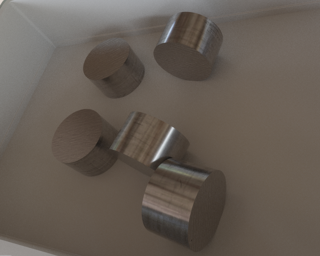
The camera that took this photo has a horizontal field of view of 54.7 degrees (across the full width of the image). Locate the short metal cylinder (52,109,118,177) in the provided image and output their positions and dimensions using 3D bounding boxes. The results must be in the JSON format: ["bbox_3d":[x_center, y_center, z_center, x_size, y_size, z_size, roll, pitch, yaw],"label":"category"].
[{"bbox_3d":[-0.100,0.021,0.428,0.080,0.050,0.080,-13,56,20],"label":"short metal cylinder"}]

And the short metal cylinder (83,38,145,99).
[{"bbox_3d":[-0.071,-0.093,0.482,0.080,0.050,0.080,-13,56,20],"label":"short metal cylinder"}]

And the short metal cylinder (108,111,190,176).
[{"bbox_3d":[-0.012,0.023,0.361,0.080,0.080,0.050,18,71,35],"label":"short metal cylinder"}]

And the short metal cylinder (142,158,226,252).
[{"bbox_3d":[0.026,0.075,0.310,0.050,0.080,0.080,13,68,33],"label":"short metal cylinder"}]

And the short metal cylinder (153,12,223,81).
[{"bbox_3d":[0.038,-0.107,0.415,0.080,0.080,0.050,10,67,32],"label":"short metal cylinder"}]
